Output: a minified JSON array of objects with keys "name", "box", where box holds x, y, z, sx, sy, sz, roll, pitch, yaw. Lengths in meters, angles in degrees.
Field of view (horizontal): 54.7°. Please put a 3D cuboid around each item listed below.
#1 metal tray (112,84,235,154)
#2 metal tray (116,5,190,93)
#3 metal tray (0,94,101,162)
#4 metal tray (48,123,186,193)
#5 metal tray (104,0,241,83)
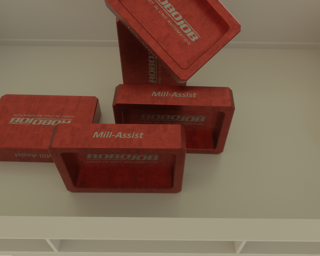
[{"name":"metal tray","box":[0.015,-0.008,0.369,0.131,0.089,0.030,2,51,1]},{"name":"metal tray","box":[-0.008,-0.100,0.421,0.091,0.129,0.030,-3,50,-3]},{"name":"metal tray","box":[-0.149,-0.001,0.401,0.131,0.030,0.090,1,50,1]},{"name":"metal tray","box":[-0.040,0.035,0.332,0.131,0.089,0.030,0,50,0]},{"name":"metal tray","box":[0.013,-0.126,0.347,0.090,0.030,0.130,-43,94,-1]}]
